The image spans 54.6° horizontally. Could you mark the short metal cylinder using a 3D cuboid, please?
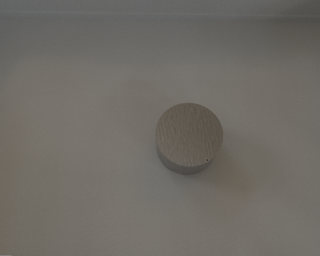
[{"bbox_3d":[0.035,0.015,0.391,0.080,0.050,0.080,0,70,0],"label":"short metal cylinder"}]
